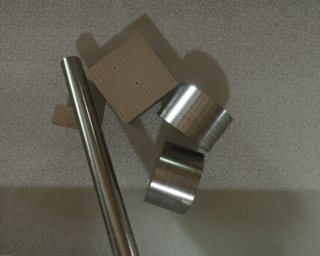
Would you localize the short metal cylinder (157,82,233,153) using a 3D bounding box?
[{"bbox_3d":[0.042,-0.013,0.385,0.080,0.080,0.050,37,90,-1],"label":"short metal cylinder"}]

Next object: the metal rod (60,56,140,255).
[{"bbox_3d":[-0.060,0.053,0.334,0.025,0.025,0.299,-20,73,0],"label":"metal rod"}]

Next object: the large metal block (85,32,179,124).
[{"bbox_3d":[-0.034,-0.060,0.398,0.080,0.050,0.080,-38,91,0],"label":"large metal block"}]

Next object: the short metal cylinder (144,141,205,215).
[{"bbox_3d":[0.017,0.061,0.384,0.050,0.080,0.080,20,90,0],"label":"short metal cylinder"}]

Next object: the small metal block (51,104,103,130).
[{"bbox_3d":[-0.104,-0.012,0.398,0.050,0.050,0.025,13,90,-1],"label":"small metal block"}]
